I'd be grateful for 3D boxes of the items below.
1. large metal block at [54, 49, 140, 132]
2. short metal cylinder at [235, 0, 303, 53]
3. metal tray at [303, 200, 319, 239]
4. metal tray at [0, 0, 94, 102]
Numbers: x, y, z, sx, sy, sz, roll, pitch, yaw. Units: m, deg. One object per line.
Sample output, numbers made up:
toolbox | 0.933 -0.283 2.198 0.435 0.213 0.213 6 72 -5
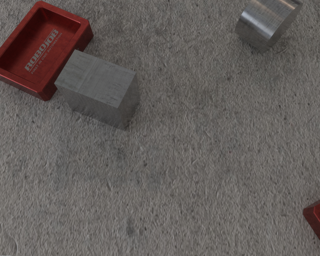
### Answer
large metal block | -0.074 -0.045 0.395 0.080 0.080 0.050 22 72 7
short metal cylinder | 0.152 -0.153 0.436 0.050 0.080 0.080 42 75 13
metal tray | 0.253 0.107 0.367 0.131 0.030 0.090 -26 72 -9
metal tray | -0.168 -0.113 0.445 0.090 0.030 0.130 25 72 8
